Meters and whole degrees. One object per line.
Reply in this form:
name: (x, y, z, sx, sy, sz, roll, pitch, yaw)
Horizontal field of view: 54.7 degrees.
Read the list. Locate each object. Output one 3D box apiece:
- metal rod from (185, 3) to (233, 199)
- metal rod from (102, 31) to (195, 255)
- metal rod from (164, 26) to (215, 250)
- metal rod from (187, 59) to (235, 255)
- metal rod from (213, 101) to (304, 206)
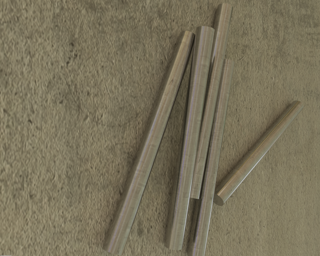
metal rod: (0.073, -0.046, 0.465, 0.025, 0.025, 0.299, 19, 78, -39)
metal rod: (-0.007, 0.007, 0.398, 0.025, 0.025, 0.299, 31, 71, -36)
metal rod: (0.040, 0.013, 0.421, 0.025, 0.025, 0.298, 9, 90, -40)
metal rod: (0.079, 0.040, 0.470, 0.025, 0.025, 0.299, 18, 79, -39)
metal rod: (0.187, 0.032, 0.560, 0.302, 0.025, 0.025, -38, 114, -33)
